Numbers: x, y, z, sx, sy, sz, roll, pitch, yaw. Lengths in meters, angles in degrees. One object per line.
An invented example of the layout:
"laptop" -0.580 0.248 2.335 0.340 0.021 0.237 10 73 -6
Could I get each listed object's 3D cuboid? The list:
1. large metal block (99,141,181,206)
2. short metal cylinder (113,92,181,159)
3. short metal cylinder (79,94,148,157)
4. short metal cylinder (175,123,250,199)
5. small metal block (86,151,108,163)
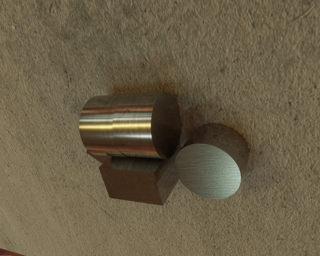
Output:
"large metal block" -0.021 0.054 0.418 0.080 0.080 0.050 1 119 28
"short metal cylinder" -0.013 -0.003 0.378 0.050 0.080 0.080 1 119 28
"short metal cylinder" -0.058 -0.003 0.402 0.050 0.080 0.080 1 119 28
"short metal cylinder" 0.065 0.040 0.382 0.080 0.050 0.079 13 124 21
"small metal block" -0.078 0.028 0.468 0.050 0.025 0.050 33 129 6
